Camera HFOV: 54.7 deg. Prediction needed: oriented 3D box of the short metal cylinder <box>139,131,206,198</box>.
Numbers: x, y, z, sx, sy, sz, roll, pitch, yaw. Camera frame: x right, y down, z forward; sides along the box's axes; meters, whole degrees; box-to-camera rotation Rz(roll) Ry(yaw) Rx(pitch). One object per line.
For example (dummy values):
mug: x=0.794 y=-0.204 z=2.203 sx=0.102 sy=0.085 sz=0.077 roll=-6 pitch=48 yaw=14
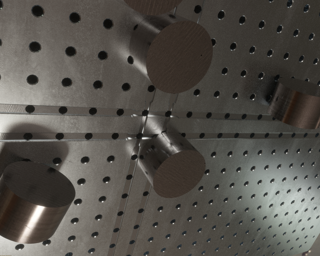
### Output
short metal cylinder: x=0.017 y=0.052 z=0.438 sx=0.081 sy=0.050 sz=0.079 roll=-14 pitch=124 yaw=-21

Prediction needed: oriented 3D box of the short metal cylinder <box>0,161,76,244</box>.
short metal cylinder: x=-0.144 y=0.081 z=0.348 sx=0.080 sy=0.080 sz=0.050 roll=21 pitch=107 yaw=-36

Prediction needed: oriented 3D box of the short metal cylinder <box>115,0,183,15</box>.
short metal cylinder: x=-0.014 y=-0.153 z=0.294 sx=0.081 sy=0.050 sz=0.079 roll=-14 pitch=125 yaw=-21

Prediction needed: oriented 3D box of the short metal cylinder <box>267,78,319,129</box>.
short metal cylinder: x=0.211 y=-0.039 z=0.470 sx=0.081 sy=0.080 sz=0.050 roll=-4 pitch=120 yaw=-27

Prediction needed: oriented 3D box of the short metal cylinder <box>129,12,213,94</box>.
short metal cylinder: x=0.012 y=-0.085 z=0.350 sx=0.081 sy=0.050 sz=0.079 roll=-14 pitch=124 yaw=-21
